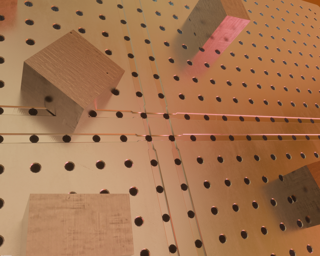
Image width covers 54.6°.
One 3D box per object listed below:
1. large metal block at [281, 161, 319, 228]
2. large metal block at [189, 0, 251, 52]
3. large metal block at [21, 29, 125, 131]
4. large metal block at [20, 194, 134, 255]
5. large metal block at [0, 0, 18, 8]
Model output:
[{"bbox_3d":[0.245,0.094,0.466,0.081,0.050,0.080,-9,66,-32],"label":"large metal block"},{"bbox_3d":[0.101,-0.193,0.544,0.050,0.080,0.080,0,62,-28],"label":"large metal block"},{"bbox_3d":[-0.103,-0.058,0.372,0.080,0.050,0.080,39,51,-2],"label":"large metal block"},{"bbox_3d":[-0.077,0.094,0.274,0.081,0.080,0.050,6,59,-25],"label":"large metal block"},{"bbox_3d":[-0.236,-0.191,0.382,0.080,0.050,0.080,48,51,5],"label":"large metal block"}]
